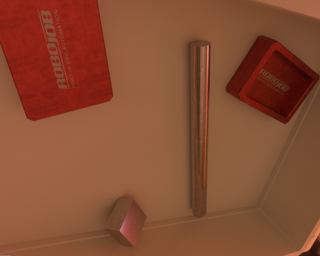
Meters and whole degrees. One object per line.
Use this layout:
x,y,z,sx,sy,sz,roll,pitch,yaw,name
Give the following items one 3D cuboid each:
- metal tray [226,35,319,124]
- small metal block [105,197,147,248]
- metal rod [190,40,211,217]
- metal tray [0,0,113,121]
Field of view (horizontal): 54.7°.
0.170,-0.066,0.459,0.131,0.030,0.090,20,108,-36,metal tray
-0.048,0.137,0.451,0.050,0.025,0.050,62,38,-39,small metal block
0.059,0.022,0.455,0.025,0.025,0.298,-18,126,-19,metal rod
-0.102,-0.078,0.302,0.091,0.030,0.129,-17,126,-19,metal tray
